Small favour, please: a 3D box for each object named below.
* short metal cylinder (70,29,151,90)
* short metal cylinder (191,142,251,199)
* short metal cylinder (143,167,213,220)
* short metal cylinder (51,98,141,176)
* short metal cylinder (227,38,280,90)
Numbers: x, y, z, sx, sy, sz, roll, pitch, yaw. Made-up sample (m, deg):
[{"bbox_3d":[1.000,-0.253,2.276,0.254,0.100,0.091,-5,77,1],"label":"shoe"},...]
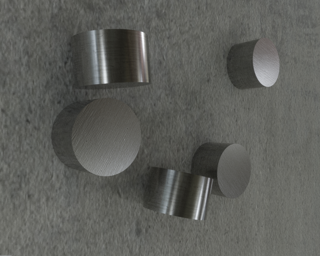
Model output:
[{"bbox_3d":[-0.051,-0.069,0.328,0.081,0.080,0.050,-8,95,-40],"label":"short metal cylinder"},{"bbox_3d":[0.093,0.062,0.469,0.081,0.050,0.079,0,90,-40],"label":"short metal cylinder"},{"bbox_3d":[0.023,0.081,0.390,0.080,0.080,0.050,19,78,-39],"label":"short metal cylinder"},{"bbox_3d":[-0.068,0.009,0.333,0.081,0.050,0.079,0,90,-40],"label":"short metal cylinder"},{"bbox_3d":[0.158,-0.107,0.524,0.081,0.050,0.079,0,90,-40],"label":"short metal cylinder"}]
